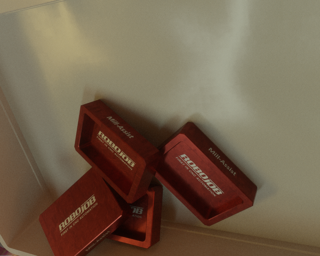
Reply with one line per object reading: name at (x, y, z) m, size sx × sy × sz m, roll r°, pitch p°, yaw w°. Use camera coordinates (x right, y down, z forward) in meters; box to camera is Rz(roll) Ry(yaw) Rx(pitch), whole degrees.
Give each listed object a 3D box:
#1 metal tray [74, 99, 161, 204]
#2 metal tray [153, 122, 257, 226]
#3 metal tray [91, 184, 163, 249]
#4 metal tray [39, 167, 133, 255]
metal tray at (-0.065, 0.032, 0.435) m, size 0.130 × 0.030 × 0.089 m, roll 39°, pitch 131°, yaw 23°
metal tray at (0.053, 0.065, 0.417) m, size 0.130 × 0.030 × 0.090 m, roll 45°, pitch 129°, yaw -4°
metal tray at (-0.063, 0.129, 0.490) m, size 0.130 × 0.030 × 0.089 m, roll 4°, pitch 89°, yaw 26°
metal tray at (-0.115, 0.133, 0.469) m, size 0.130 × 0.030 × 0.090 m, roll -42°, pitch 62°, yaw 9°
